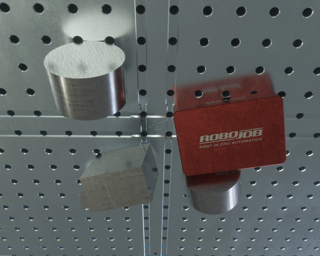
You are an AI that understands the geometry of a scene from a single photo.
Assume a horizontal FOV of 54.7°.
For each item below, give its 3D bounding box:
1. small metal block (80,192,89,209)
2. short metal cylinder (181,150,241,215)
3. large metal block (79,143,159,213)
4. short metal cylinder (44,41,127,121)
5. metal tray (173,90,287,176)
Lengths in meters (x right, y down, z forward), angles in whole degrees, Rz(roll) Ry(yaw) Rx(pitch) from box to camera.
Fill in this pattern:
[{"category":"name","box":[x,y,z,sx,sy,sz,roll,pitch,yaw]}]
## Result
[{"category":"small metal block","box":[-0.089,0.109,0.487,0.050,0.025,0.050,-16,165,13]},{"category":"short metal cylinder","box":[0.073,0.074,0.437,0.080,0.080,0.050,-8,134,7]},{"category":"large metal block","box":[-0.051,0.065,0.422,0.080,0.080,0.050,-12,106,10]},{"category":"short metal cylinder","box":[-0.076,-0.052,0.330,0.081,0.080,0.050,1,130,-1]},{"category":"metal tray","box":[0.088,0.008,0.396,0.131,0.030,0.089,-9,109,7]}]
